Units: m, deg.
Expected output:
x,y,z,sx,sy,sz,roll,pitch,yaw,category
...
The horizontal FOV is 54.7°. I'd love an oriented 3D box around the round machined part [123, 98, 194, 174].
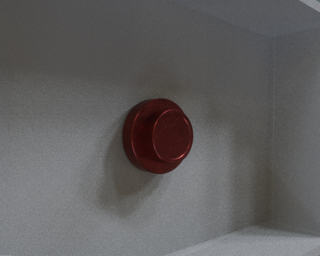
x,y,z,sx,sy,sz,roll,pitch,yaw,category
0.005,0.010,0.397,0.099,0.042,0.097,0,90,-40,round machined part
